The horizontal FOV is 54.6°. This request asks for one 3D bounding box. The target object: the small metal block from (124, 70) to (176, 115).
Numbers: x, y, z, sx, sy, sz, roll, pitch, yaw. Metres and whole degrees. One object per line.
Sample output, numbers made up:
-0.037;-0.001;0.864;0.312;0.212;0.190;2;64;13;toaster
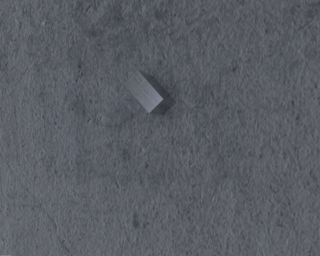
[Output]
-0.012;-0.045;0.400;0.025;0.050;0.050;-44;76;15;small metal block
